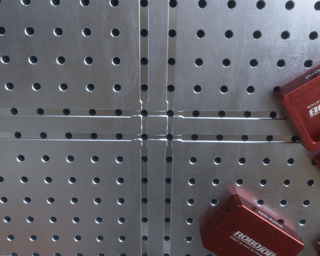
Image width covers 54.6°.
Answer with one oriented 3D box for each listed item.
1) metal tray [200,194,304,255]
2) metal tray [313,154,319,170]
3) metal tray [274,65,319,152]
[{"bbox_3d":[0.139,0.170,0.474,0.130,0.030,0.090,34,107,-12],"label":"metal tray"},{"bbox_3d":[0.296,0.043,0.428,0.130,0.030,0.090,-38,106,12],"label":"metal tray"},{"bbox_3d":[0.228,-0.039,0.397,0.130,0.030,0.090,-31,107,10],"label":"metal tray"}]
